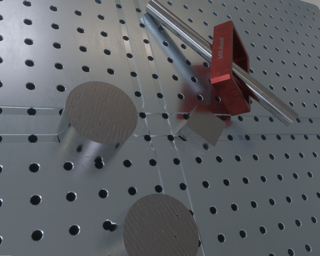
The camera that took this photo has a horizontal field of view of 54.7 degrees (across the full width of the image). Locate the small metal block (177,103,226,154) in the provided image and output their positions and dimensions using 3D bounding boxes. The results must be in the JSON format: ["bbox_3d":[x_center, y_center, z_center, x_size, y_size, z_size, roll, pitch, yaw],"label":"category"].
[{"bbox_3d":[0.060,0.000,0.440,0.050,0.025,0.050,38,51,-3],"label":"small metal block"}]

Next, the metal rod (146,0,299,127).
[{"bbox_3d":[0.093,-0.110,0.499,0.300,0.025,0.025,42,50,11],"label":"metal rod"}]

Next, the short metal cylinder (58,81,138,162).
[{"bbox_3d":[-0.072,-0.007,0.357,0.081,0.050,0.080,14,56,-21],"label":"short metal cylinder"}]

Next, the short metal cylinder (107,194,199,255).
[{"bbox_3d":[-0.008,0.114,0.319,0.081,0.050,0.080,14,56,-21],"label":"short metal cylinder"}]

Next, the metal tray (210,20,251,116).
[{"bbox_3d":[0.115,-0.096,0.496,0.090,0.030,0.130,47,41,-41],"label":"metal tray"}]
